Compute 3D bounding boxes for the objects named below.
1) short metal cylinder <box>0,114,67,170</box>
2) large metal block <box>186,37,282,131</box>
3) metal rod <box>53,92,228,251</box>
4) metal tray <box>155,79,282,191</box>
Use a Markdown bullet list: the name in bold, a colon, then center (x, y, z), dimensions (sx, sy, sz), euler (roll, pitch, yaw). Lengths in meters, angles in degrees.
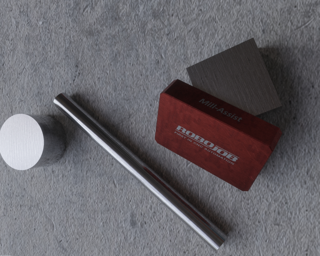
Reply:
- **short metal cylinder**: center (-0.188, 0.020, 0.460), dimensions (0.080, 0.050, 0.079), euler (0, 90, 19)
- **large metal block**: center (0.088, -0.046, 0.365), dimensions (0.080, 0.050, 0.080), euler (-22, 83, 18)
- **metal rod**: center (-0.036, 0.050, 0.420), dimensions (0.300, 0.025, 0.025), euler (40, 102, 15)
- **metal tray**: center (0.059, 0.010, 0.356), dimensions (0.130, 0.030, 0.089), euler (29, 143, 17)
